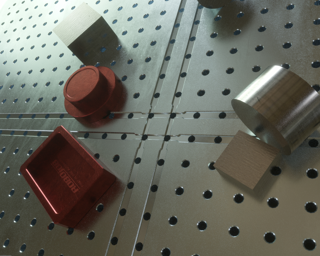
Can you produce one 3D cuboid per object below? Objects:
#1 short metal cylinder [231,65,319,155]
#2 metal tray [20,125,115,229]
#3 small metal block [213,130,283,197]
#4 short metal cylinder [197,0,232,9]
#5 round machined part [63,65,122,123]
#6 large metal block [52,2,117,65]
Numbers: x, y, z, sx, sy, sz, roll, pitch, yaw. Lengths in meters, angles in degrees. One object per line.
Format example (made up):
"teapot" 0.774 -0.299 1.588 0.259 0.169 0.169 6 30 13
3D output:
"short metal cylinder" 0.121 -0.018 0.320 0.050 0.080 0.080 -43 51 -1
"metal tray" -0.133 0.064 0.435 0.090 0.030 0.130 -49 52 -7
"small metal block" 0.095 0.037 0.335 0.050 0.025 0.050 31 79 38
"short metal cylinder" 0.081 -0.232 0.473 0.080 0.080 0.050 -30 52 9
"round machined part" -0.113 -0.060 0.494 0.098 0.042 0.098 -13 56 21
"large metal block" -0.140 -0.176 0.574 0.080 0.050 0.080 -43 51 -1
